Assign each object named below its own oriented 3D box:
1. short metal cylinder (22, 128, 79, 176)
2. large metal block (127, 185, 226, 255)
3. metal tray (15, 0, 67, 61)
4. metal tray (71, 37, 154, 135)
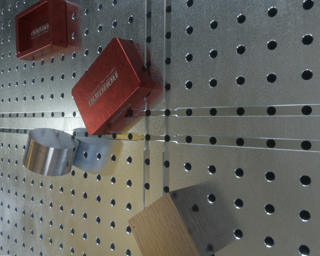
[{"bbox_3d":[-0.184,0.039,0.522,0.080,0.081,0.050,31,109,35],"label":"short metal cylinder"},{"bbox_3d":[0.018,0.128,0.377,0.080,0.050,0.080,-42,65,32],"label":"large metal block"},{"bbox_3d":[-0.230,-0.186,0.591,0.130,0.030,0.089,-5,87,39],"label":"metal tray"},{"bbox_3d":[-0.076,-0.059,0.466,0.129,0.030,0.090,-40,66,32],"label":"metal tray"}]
